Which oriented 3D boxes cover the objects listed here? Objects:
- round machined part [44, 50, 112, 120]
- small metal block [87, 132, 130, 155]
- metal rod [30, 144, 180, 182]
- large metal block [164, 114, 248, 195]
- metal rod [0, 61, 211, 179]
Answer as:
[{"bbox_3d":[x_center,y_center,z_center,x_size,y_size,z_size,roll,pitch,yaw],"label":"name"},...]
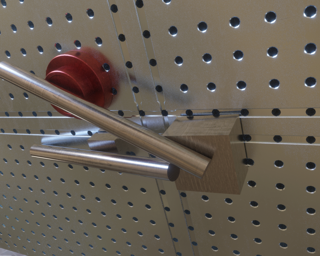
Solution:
[{"bbox_3d":[-0.119,-0.053,0.427,0.098,0.042,0.097,13,124,20],"label":"round machined part"},{"bbox_3d":[-0.076,0.034,0.471,0.050,0.025,0.050,0,118,28],"label":"small metal block"},{"bbox_3d":[-0.101,0.045,0.455,0.300,0.025,0.025,2,120,38],"label":"metal rod"},{"bbox_3d":[0.057,0.031,0.380,0.080,0.050,0.080,-2,118,28],"label":"large metal block"},{"bbox_3d":[-0.080,-0.017,0.379,0.301,0.025,0.025,25,127,15],"label":"metal rod"}]
